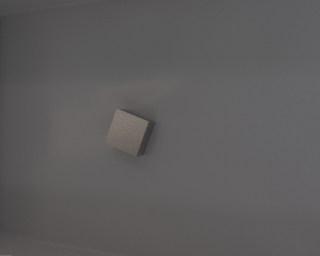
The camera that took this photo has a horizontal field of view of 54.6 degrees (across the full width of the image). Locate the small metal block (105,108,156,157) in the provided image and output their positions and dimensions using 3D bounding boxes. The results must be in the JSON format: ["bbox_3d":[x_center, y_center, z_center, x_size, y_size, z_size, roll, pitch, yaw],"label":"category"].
[{"bbox_3d":[-0.041,0.006,0.425,0.050,0.025,0.050,22,97,18],"label":"small metal block"}]
